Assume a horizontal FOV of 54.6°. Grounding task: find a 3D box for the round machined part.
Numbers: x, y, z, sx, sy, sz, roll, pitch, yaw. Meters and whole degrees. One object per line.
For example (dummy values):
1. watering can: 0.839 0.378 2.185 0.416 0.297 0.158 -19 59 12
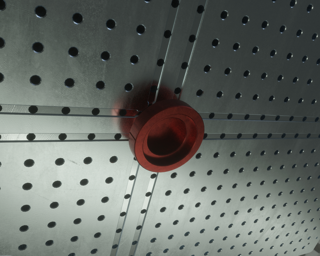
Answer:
1. round machined part: 0.005 0.006 0.405 0.099 0.042 0.097 -14 124 -21
